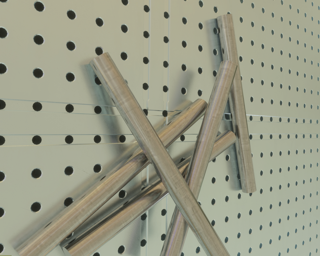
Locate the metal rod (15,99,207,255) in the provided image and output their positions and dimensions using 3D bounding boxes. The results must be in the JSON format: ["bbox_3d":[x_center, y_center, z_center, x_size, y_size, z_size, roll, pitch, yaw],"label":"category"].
[{"bbox_3d":[-0.035,0.047,0.381,0.302,0.025,0.025,-39,115,-33],"label":"metal rod"}]

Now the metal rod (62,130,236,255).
[{"bbox_3d":[0.009,0.076,0.418,0.302,0.025,0.025,-30,109,-36],"label":"metal rod"}]

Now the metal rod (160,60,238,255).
[{"bbox_3d":[0.054,0.044,0.422,0.025,0.025,0.299,30,73,-37],"label":"metal rod"}]

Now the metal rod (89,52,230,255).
[{"bbox_3d":[0.006,0.047,0.372,0.025,0.025,0.299,-36,99,-34],"label":"metal rod"}]

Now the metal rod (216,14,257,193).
[{"bbox_3d":[0.130,-0.035,0.520,0.025,0.025,0.298,-18,101,-39],"label":"metal rod"}]
